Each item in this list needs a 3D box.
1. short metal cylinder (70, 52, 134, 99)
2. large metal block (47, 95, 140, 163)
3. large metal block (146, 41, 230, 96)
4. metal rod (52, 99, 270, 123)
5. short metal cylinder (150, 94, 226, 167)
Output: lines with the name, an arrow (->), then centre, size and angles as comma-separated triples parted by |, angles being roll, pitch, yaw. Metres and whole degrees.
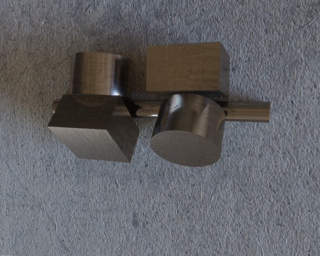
short metal cylinder -> -0.076, -0.066, 0.407 | 0.080, 0.080, 0.050 | 4, 92, 20
large metal block -> -0.082, 0.002, 0.403 | 0.080, 0.080, 0.050 | 3, 57, 19
large metal block -> 0.037, -0.065, 0.367 | 0.080, 0.080, 0.050 | 2, 91, 20
metal rod -> -0.012, -0.025, 0.416 | 0.301, 0.025, 0.025 | 3, 91, 19
short metal cylinder -> 0.033, 0.005, 0.363 | 0.080, 0.080, 0.050 | 2, 56, 20
